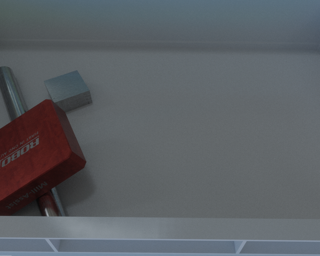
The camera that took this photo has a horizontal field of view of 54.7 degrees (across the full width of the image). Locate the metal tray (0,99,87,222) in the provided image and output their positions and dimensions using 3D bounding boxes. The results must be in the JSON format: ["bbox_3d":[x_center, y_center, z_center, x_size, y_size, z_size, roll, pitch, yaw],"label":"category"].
[{"bbox_3d":[-0.155,0.037,0.339,0.130,0.030,0.090,-33,56,0],"label":"metal tray"}]

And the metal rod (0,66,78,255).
[{"bbox_3d":[-0.165,0.017,0.388,0.025,0.025,0.300,-23,54,-18],"label":"metal rod"}]

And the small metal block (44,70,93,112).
[{"bbox_3d":[-0.133,-0.052,0.447,0.050,0.025,0.050,-23,54,-19],"label":"small metal block"}]
